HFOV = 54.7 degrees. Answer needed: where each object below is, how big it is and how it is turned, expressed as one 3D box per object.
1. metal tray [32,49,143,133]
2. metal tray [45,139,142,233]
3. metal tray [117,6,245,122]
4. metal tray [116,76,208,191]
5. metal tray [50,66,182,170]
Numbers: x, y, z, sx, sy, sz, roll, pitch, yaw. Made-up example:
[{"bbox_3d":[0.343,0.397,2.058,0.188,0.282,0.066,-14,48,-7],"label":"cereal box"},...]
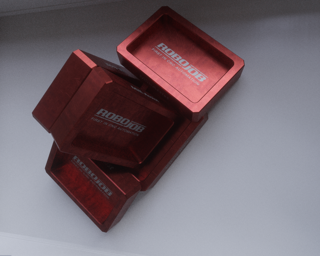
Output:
[{"bbox_3d":[-0.079,-0.037,0.379,0.030,0.130,0.090,42,103,15],"label":"metal tray"},{"bbox_3d":[-0.095,0.067,0.420,0.130,0.030,0.089,41,127,14],"label":"metal tray"},{"bbox_3d":[0.024,-0.081,0.379,0.130,0.030,0.090,41,77,15],"label":"metal tray"},{"bbox_3d":[-0.011,0.006,0.409,0.090,0.030,0.130,41,102,15],"label":"metal tray"},{"bbox_3d":[-0.044,-0.004,0.355,0.090,0.131,0.030,-52,51,12],"label":"metal tray"}]
